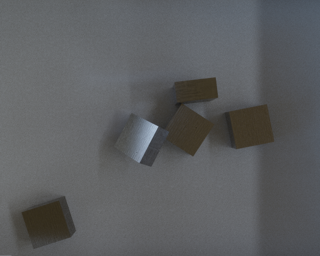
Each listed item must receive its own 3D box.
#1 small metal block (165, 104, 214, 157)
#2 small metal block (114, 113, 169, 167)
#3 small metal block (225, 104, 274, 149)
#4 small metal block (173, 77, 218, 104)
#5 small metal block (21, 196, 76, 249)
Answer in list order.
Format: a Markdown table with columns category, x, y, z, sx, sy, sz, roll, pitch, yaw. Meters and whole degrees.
| category | x | y | z | sx | sy | sz | roll | pitch | yaw |
| --- | --- | --- | --- | --- | --- | --- | --- | --- | --- |
| small metal block | 0.036 | 0.002 | 0.412 | 0.050 | 0.025 | 0.050 | 33 | 90 | -1 |
| small metal block | -0.024 | 0.015 | 0.398 | 0.050 | 0.025 | 0.050 | 27 | 90 | 38 |
| small metal block | 0.119 | -0.002 | 0.413 | 0.050 | 0.025 | 0.050 | -11 | 90 | -1 |
| small metal block | 0.044 | -0.046 | 0.400 | 0.050 | 0.050 | 0.025 | -7 | 90 | 0 |
| small metal block | -0.146 | 0.124 | 0.410 | 0.050 | 0.025 | 0.050 | -18 | 90 | -1 |
